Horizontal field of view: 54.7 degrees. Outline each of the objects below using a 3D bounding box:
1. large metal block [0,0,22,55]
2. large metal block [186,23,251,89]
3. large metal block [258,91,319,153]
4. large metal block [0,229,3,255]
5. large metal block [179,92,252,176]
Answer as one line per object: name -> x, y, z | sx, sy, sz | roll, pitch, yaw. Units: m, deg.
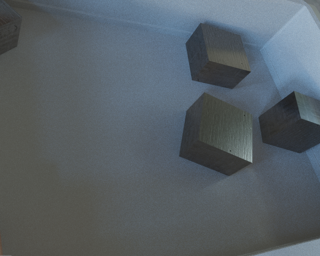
large metal block -> -0.217, -0.118, 0.342 | 0.080, 0.050, 0.080 | 42, 48, -2
large metal block -> 0.095, -0.118, 0.515 | 0.081, 0.050, 0.080 | 8, 58, -24
large metal block -> 0.220, -0.006, 0.496 | 0.081, 0.080, 0.050 | 15, 56, -20
large metal block -> -0.167, 0.104, 0.236 | 0.081, 0.050, 0.080 | -5, 64, -31
large metal block -> 0.079, 0.010, 0.428 | 0.080, 0.050, 0.080 | 23, 53, -15
